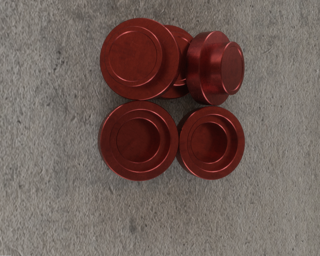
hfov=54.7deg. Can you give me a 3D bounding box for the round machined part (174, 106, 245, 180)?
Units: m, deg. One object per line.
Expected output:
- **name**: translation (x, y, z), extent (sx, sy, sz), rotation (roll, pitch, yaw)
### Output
- **round machined part**: translation (0.063, 0.019, 0.426), extent (0.099, 0.042, 0.097), rotation (0, 90, -21)

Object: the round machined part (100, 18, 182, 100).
- **round machined part**: translation (-0.026, -0.082, 0.367), extent (0.098, 0.042, 0.097), rotation (1, 93, 13)

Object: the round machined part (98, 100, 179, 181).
- **round machined part**: translation (-0.030, 0.015, 0.391), extent (0.099, 0.042, 0.097), rotation (0, 90, -21)

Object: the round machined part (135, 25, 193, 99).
- **round machined part**: translation (0.014, -0.087, 0.407), extent (0.099, 0.042, 0.097), rotation (0, 90, -21)

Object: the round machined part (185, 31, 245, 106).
- **round machined part**: translation (0.078, -0.078, 0.408), extent (0.099, 0.042, 0.097), rotation (-11, 104, -50)
